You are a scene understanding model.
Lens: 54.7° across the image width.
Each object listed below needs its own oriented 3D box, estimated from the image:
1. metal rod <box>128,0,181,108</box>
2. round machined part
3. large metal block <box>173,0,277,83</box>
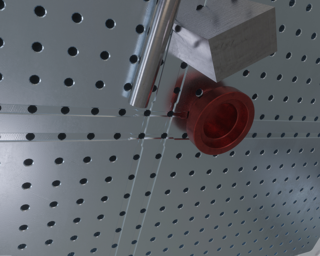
[{"bbox_3d":[0.017,-0.160,0.321,0.025,0.025,0.298,5,116,-31],"label":"metal rod"},{"bbox_3d":[0.080,-0.014,0.435,0.099,0.042,0.097,-14,124,-21],"label":"round machined part"},{"bbox_3d":[0.071,-0.104,0.350,0.080,0.080,0.050,-28,128,-11],"label":"large metal block"}]
